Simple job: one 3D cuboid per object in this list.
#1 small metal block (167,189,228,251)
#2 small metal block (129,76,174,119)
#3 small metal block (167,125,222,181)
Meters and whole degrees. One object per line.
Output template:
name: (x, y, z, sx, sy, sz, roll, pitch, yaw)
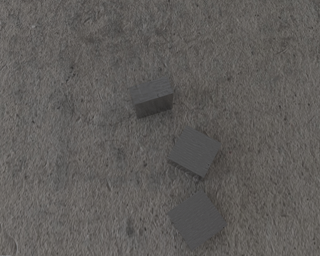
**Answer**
small metal block: (0.043, 0.109, 0.368, 0.050, 0.025, 0.050, -32, 73, -11)
small metal block: (-0.011, -0.039, 0.409, 0.050, 0.050, 0.025, -18, 71, -6)
small metal block: (0.044, 0.032, 0.396, 0.050, 0.025, 0.050, 28, 72, 10)
